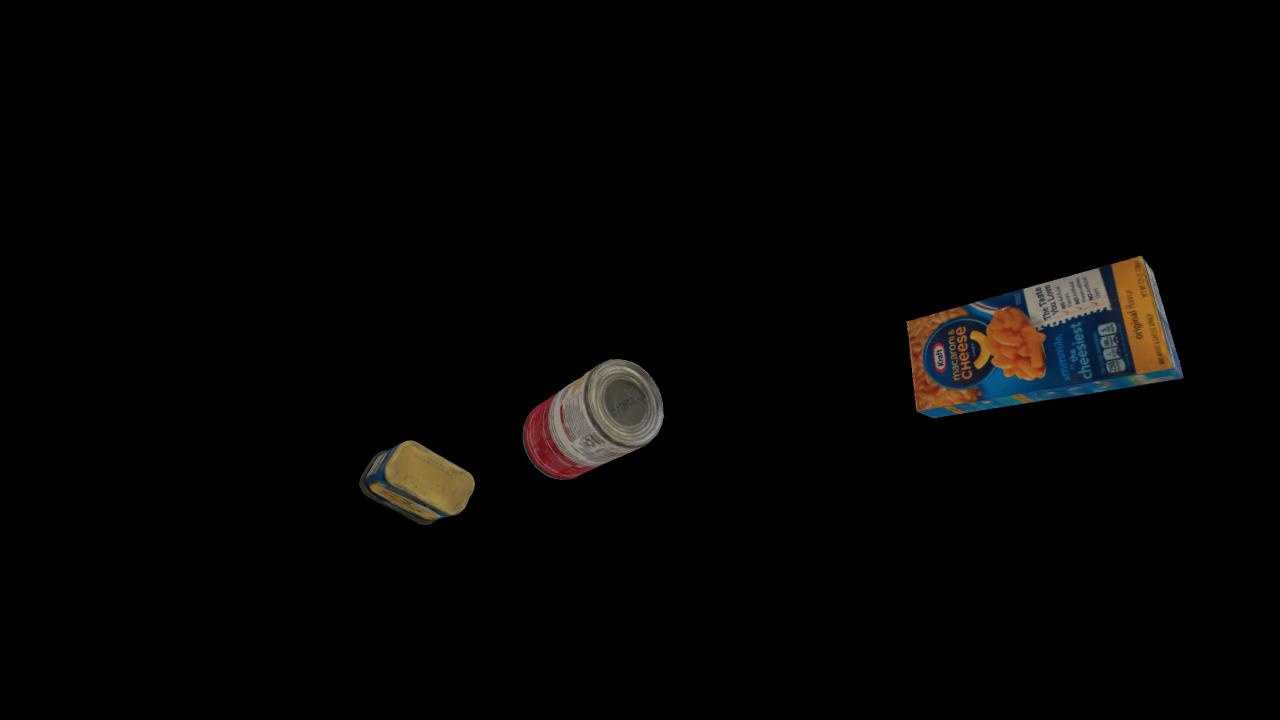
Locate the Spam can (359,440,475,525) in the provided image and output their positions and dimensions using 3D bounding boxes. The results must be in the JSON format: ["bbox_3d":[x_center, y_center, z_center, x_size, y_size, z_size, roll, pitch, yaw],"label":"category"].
[{"bbox_3d":[-0.246,0.137,0.684,0.101,0.058,0.085,37,-36,-23],"label":"Spam can"}]

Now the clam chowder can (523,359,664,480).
[{"bbox_3d":[-0.037,0.047,0.466,0.068,0.068,0.102,0,-21,-37],"label":"clam chowder can"}]

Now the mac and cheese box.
[{"bbox_3d":[0.325,-0.012,0.518,0.041,0.093,0.184,17,-25,-38],"label":"mac and cheese box"}]
